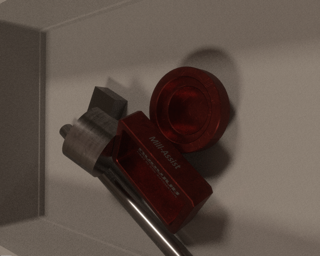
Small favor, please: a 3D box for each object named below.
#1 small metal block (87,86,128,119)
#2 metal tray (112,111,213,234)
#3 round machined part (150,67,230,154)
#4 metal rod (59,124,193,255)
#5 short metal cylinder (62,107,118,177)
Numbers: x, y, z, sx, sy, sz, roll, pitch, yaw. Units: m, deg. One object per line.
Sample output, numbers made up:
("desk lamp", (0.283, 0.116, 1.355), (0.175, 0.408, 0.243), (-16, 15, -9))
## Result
("small metal block", (-0.082, -0.030, 0.472), (0.050, 0.025, 0.050), (34, 111, 35))
("metal tray", (-0.005, 0.053, 0.371), (0.130, 0.030, 0.089), (47, 145, 22))
("round machined part", (0.038, -0.020, 0.363), (0.098, 0.042, 0.097), (0, 90, 39))
("metal rod", (-0.065, 0.085, 0.458), (0.300, 0.025, 0.025), (40, 114, 32))
("short metal cylinder", (-0.083, 0.019, 0.416), (0.050, 0.080, 0.080), (34, 112, 12))
